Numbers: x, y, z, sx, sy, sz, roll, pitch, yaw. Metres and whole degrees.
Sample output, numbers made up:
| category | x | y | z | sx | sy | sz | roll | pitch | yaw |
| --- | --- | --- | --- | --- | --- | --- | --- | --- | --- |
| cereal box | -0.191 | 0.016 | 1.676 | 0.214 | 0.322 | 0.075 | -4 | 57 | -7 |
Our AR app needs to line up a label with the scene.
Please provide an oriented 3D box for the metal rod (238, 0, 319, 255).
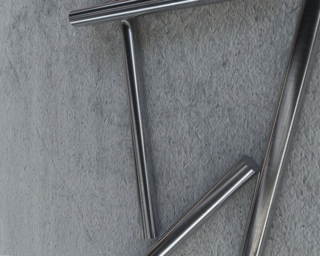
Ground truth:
| category | x | y | z | sx | sy | sz | roll | pitch | yaw |
| --- | --- | --- | --- | --- | --- | --- | --- | --- | --- |
| metal rod | 0.119 | 0.011 | 0.306 | 0.025 | 0.025 | 0.298 | 18 | 101 | 38 |

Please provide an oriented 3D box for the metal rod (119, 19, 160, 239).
| category | x | y | z | sx | sy | sz | roll | pitch | yaw |
| --- | --- | --- | --- | --- | --- | --- | --- | --- | --- |
| metal rod | -0.029 | -0.003 | 0.428 | 0.025 | 0.025 | 0.298 | -11 | 83 | 39 |

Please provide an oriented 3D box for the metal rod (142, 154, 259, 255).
| category | x | y | z | sx | sy | sz | roll | pitch | yaw |
| --- | --- | --- | --- | --- | --- | --- | --- | --- | --- |
| metal rod | 0.014 | 0.143 | 0.393 | 0.025 | 0.025 | 0.298 | 52 | 120 | 27 |

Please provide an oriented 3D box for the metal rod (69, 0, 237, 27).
| category | x | y | z | sx | sy | sz | roll | pitch | yaw |
| --- | --- | --- | --- | --- | --- | --- | --- | --- | --- |
| metal rod | -0.006 | -0.158 | 0.392 | 0.300 | 0.025 | 0.025 | 5 | 93 | 34 |

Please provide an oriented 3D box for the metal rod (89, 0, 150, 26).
| category | x | y | z | sx | sy | sz | roll | pitch | yaw |
| --- | --- | --- | --- | --- | --- | --- | --- | --- | --- |
| metal rod | -0.008 | -0.180 | 0.411 | 0.300 | 0.025 | 0.025 | -1 | 90 | 40 |
